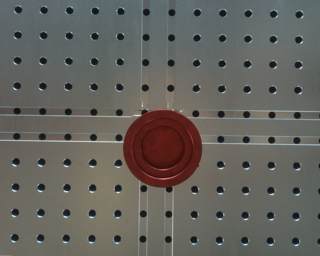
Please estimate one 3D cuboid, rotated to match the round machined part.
[{"bbox_3d":[0.003,0.025,0.405,0.099,0.042,0.097,0,90,0],"label":"round machined part"}]
